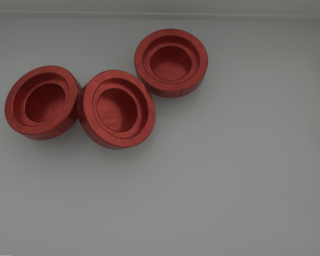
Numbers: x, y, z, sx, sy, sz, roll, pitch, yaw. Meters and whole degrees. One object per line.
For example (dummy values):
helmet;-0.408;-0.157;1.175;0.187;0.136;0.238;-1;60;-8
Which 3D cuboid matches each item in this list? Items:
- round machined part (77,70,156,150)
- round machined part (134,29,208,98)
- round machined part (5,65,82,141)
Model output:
round machined part;-0.058;-0.020;0.391;0.099;0.042;0.098;10;72;-34
round machined part;0.015;-0.085;0.432;0.099;0.042;0.098;0;70;-1
round machined part;-0.144;-0.029;0.402;0.098;0.042;0.098;-5;66;11
